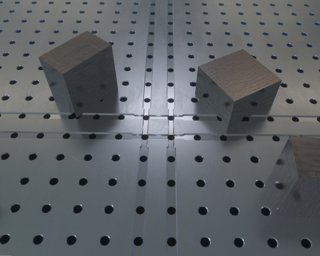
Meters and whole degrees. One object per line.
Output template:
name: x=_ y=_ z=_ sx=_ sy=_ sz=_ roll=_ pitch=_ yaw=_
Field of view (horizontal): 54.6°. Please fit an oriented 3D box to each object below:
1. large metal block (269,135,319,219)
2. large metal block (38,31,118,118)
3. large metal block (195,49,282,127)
large metal block: x=0.169 y=0.055 z=0.327 sx=0.080 sy=0.080 sz=0.050 roll=5 pitch=50 yaw=4
large metal block: x=-0.110 y=-0.076 z=0.435 sx=0.050 sy=0.080 sz=0.080 roll=34 pitch=58 yaw=25
large metal block: x=0.108 y=-0.059 z=0.442 sx=0.081 sy=0.050 sz=0.080 roll=-24 pitch=54 yaw=-19
